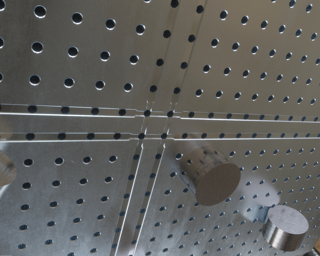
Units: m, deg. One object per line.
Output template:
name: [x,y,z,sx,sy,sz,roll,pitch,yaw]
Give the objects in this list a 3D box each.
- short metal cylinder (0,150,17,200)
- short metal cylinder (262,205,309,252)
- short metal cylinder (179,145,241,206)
short metal cylinder: [-0.192,0.049,0.301,0.080,0.080,0.050,29,102,-38]
short metal cylinder: [0.260,0.208,0.646,0.081,0.080,0.050,-8,122,-25]
short metal cylinder: [0.078,0.074,0.483,0.081,0.050,0.079,-14,124,-21]
